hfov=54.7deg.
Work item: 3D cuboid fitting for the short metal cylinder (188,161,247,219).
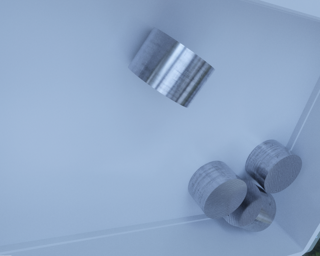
[{"bbox_3d":[0.093,0.101,0.505,0.081,0.050,0.079,-14,124,-21],"label":"short metal cylinder"}]

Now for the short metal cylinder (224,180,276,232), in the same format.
[{"bbox_3d":[0.153,0.136,0.540,0.050,0.080,0.080,30,102,-38],"label":"short metal cylinder"}]

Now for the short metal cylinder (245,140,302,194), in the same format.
[{"bbox_3d":[0.198,0.067,0.542,0.081,0.050,0.079,-14,124,-21],"label":"short metal cylinder"}]

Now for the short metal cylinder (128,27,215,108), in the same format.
[{"bbox_3d":[0.013,-0.065,0.339,0.080,0.080,0.050,26,104,-37],"label":"short metal cylinder"}]
